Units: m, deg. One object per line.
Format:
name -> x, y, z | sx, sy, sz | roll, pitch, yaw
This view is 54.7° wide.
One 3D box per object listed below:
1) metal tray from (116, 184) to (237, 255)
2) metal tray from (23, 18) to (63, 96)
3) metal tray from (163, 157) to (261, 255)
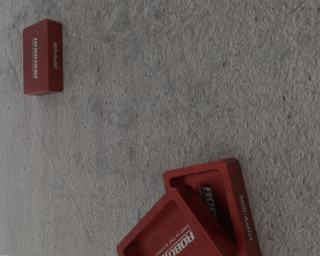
metal tray -> 0.012, 0.138, 0.352 | 0.129, 0.030, 0.090 | -52, 60, 27
metal tray -> -0.223, -0.130, 0.586 | 0.090, 0.030, 0.129 | -2, 89, 40
metal tray -> 0.057, 0.105, 0.354 | 0.090, 0.030, 0.129 | -18, 78, 38
